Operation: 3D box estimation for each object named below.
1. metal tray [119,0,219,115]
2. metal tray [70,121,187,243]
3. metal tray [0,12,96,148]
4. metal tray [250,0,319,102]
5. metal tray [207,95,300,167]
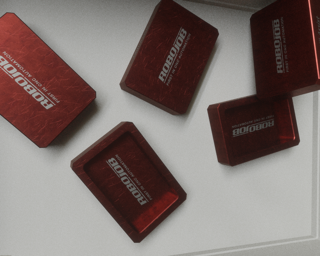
[{"bbox_3d":[0.014,-0.093,0.414,0.090,0.030,0.130,26,81,-19],"label":"metal tray"},{"bbox_3d":[-0.038,0.067,0.394,0.090,0.030,0.130,-40,103,-16],"label":"metal tray"},{"bbox_3d":[-0.151,-0.051,0.352,0.130,0.030,0.090,45,76,-15],"label":"metal tray"},{"bbox_3d":[0.171,-0.108,0.416,0.030,0.090,0.129,6,77,-34],"label":"metal tray"},{"bbox_3d":[0.141,-0.004,0.461,0.131,0.030,0.089,-14,95,-20],"label":"metal tray"}]
